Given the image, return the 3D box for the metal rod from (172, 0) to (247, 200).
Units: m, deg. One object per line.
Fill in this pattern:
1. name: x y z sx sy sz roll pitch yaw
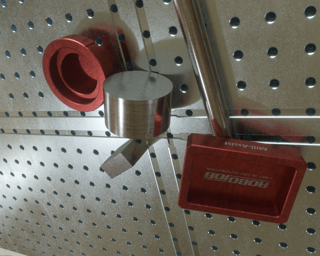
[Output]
1. metal rod: 0.064 -0.027 0.359 0.025 0.025 0.298 -6 116 31

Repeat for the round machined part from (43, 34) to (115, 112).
1. round machined part: -0.100 -0.074 0.405 0.098 0.042 0.097 13 124 20

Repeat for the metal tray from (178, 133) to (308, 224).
1. metal tray: 0.092 0.060 0.365 0.131 0.030 0.089 8 116 4

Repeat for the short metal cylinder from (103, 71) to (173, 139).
1. short metal cylinder: -0.026 -0.030 0.370 0.080 0.080 0.050 16 125 19

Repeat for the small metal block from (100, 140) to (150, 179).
1. small metal block: -0.050 0.041 0.445 0.050 0.050 0.025 -33 100 38
